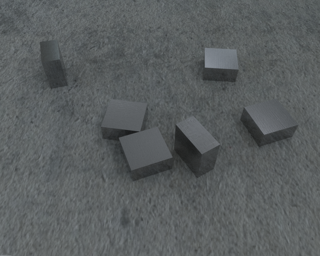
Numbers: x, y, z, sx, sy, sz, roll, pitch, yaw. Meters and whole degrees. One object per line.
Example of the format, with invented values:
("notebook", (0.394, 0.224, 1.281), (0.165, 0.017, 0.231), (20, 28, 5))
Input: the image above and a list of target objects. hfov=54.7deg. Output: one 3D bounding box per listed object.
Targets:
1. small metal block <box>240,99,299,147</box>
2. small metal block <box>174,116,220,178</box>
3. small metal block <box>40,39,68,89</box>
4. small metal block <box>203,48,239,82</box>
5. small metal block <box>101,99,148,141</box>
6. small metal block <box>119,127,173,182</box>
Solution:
("small metal block", (0.144, -0.008, 0.412), (0.050, 0.025, 0.050), (-15, 52, -13))
("small metal block", (0.042, 0.023, 0.368), (0.025, 0.050, 0.050), (-26, 55, -20))
("small metal block", (-0.159, -0.096, 0.466), (0.025, 0.050, 0.050), (-13, 51, -11))
("small metal block", (0.095, -0.100, 0.489), (0.050, 0.025, 0.050), (4, 50, 3))
("small metal block", (-0.045, -0.009, 0.411), (0.050, 0.025, 0.050), (7, 50, 5))
("small metal block", (-0.018, 0.031, 0.377), (0.050, 0.025, 0.050), (-16, 52, -14))
